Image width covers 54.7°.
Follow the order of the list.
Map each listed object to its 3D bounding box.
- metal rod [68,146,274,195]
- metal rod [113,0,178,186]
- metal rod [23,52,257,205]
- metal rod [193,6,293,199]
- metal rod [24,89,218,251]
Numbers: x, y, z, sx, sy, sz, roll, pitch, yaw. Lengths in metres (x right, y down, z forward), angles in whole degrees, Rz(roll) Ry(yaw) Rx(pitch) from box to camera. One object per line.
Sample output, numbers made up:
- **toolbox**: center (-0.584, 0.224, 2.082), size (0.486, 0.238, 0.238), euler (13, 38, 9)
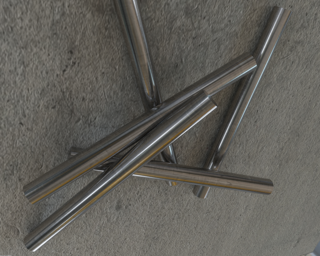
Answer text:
- **metal rod**: center (0.029, 0.063, 0.425), size (0.302, 0.025, 0.025), euler (12, 113, -21)
- **metal rod**: center (-0.011, -0.039, 0.376), size (0.025, 0.025, 0.298), euler (-25, 128, -13)
- **metal rod**: center (-0.016, -0.004, 0.361), size (0.301, 0.025, 0.025), euler (-32, 129, -8)
- **metal rod**: center (0.112, -0.023, 0.453), size (0.025, 0.025, 0.298), euler (6, 116, -31)
- **metal rod**: center (-0.058, 0.060, 0.368), size (0.299, 0.025, 0.025), euler (-39, 131, 16)
